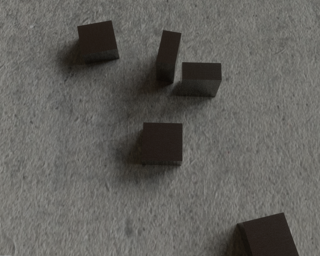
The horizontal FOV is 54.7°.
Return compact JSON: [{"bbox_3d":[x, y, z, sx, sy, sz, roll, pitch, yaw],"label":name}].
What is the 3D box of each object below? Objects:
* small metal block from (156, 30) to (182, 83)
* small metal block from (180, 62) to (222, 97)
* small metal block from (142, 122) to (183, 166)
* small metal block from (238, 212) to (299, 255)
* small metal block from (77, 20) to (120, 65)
[{"bbox_3d":[0.012,-0.098,0.431,0.025,0.050,0.050,10,70,3],"label":"small metal block"},{"bbox_3d":[0.053,-0.064,0.419,0.050,0.050,0.025,1,70,0],"label":"small metal block"},{"bbox_3d":[0.003,0.021,0.401,0.050,0.025,0.050,1,70,0],"label":"small metal block"},{"bbox_3d":[0.125,0.130,0.362,0.050,0.025,0.050,-12,71,-5],"label":"small metal block"},{"bbox_3d":[-0.090,-0.125,0.453,0.050,0.025,0.050,-12,71,-5],"label":"small metal block"}]
